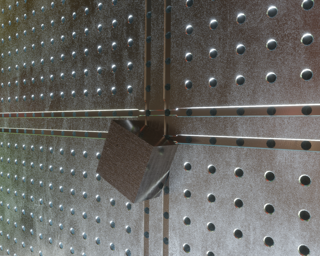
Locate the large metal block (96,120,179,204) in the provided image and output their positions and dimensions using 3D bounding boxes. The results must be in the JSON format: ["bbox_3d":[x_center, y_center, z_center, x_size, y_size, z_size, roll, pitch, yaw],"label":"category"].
[{"bbox_3d":[-0.032,0.042,0.418,0.080,0.050,0.079,30,109,35],"label":"large metal block"}]
